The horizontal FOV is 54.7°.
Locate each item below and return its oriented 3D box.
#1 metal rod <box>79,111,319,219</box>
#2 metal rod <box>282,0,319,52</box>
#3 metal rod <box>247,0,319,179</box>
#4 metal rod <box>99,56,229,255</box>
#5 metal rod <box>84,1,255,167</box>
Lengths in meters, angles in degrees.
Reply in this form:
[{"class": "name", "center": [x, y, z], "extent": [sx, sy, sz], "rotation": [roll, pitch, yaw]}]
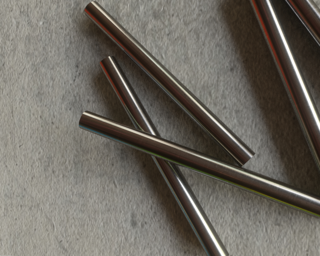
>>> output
[{"class": "metal rod", "center": [0.041, 0.039, 0.374], "extent": [0.301, 0.025, 0.025], "rotation": [20, 97, 11]}, {"class": "metal rod", "center": [0.184, -0.099, 0.344], "extent": [0.025, 0.025, 0.299], "rotation": [-34, 80, 16]}, {"class": "metal rod", "center": [0.158, -0.038, 0.353], "extent": [0.025, 0.025, 0.299], "rotation": [-21, 83, 18]}, {"class": "metal rod", "center": [0.000, 0.034, 0.408], "extent": [0.025, 0.025, 0.299], "rotation": [-33, 80, 17]}, {"class": "metal rod", "center": [0.004, -0.065, 0.406], "extent": [0.300, 0.025, 0.025], "rotation": [46, 104, 14]}]
